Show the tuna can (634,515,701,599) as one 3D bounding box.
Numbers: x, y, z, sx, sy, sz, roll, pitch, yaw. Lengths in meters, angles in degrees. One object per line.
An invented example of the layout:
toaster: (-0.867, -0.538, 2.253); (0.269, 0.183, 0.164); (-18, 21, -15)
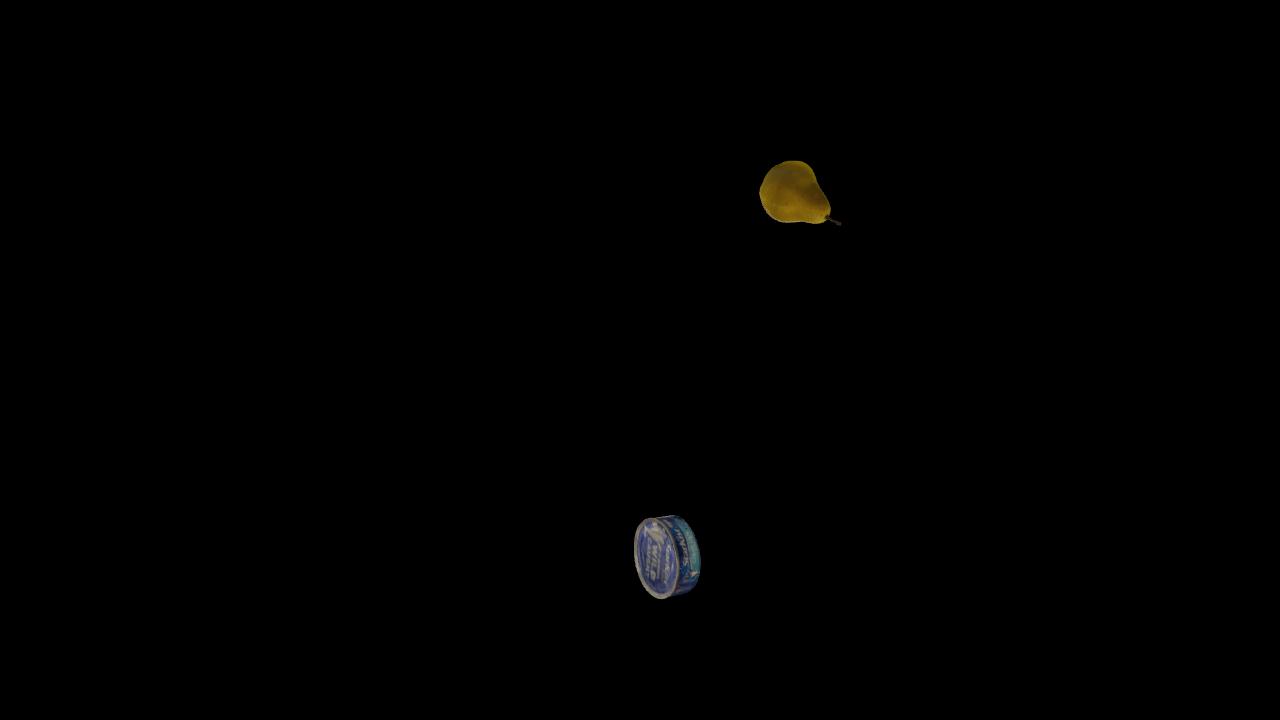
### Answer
tuna can: (0.029, 0.212, 0.665); (0.034, 0.084, 0.084); (1, -1, -32)

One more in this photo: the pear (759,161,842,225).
pear: (0.198, -0.195, 0.755); (0.080, 0.080, 0.111); (0, 35, -33)
